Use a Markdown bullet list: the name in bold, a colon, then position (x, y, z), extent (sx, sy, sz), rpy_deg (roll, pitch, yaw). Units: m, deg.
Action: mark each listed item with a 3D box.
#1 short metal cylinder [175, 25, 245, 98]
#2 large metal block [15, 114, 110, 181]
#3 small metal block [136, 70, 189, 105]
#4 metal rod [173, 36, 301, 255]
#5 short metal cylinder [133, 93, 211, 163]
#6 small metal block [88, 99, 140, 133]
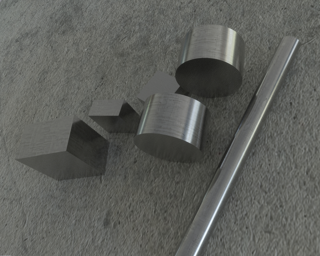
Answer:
- **short metal cylinder**: position (0.063, -0.080, 0.384), extent (0.080, 0.080, 0.050), rpy_deg (-2, 61, 27)
- **large metal block**: position (-0.127, 0.030, 0.415), extent (0.080, 0.080, 0.050), rpy_deg (-10, 58, 22)
- **small metal block**: position (0.004, -0.047, 0.429), extent (0.050, 0.025, 0.050), rpy_deg (31, 79, 37)
- **metal rod**: position (0.089, 0.020, 0.343), extent (0.025, 0.025, 0.300), rpy_deg (19, 71, 35)
- **short metal cylinder**: position (0.015, 0.002, 0.359), extent (0.080, 0.080, 0.050), rpy_deg (2, 63, 28)
- **small metal block**: position (-0.061, -0.015, 0.428), extent (0.050, 0.050, 0.025), rpy_deg (1, 63, 28)
